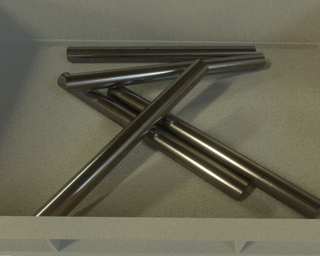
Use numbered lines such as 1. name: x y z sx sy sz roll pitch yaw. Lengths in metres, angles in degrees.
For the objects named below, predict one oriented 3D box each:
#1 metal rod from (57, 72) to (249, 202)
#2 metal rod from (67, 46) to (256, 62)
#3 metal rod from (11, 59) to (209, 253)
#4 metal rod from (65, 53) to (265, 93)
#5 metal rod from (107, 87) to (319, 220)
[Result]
1. metal rod: -0.025 0.000 0.404 0.300 0.025 0.025 31 57 23
2. metal rod: 0.003 -0.121 0.506 0.302 0.025 0.025 -1 50 -1
3. metal rod: -0.041 0.016 0.363 0.025 0.025 0.301 34 65 24
4. metal rod: 0.019 -0.083 0.454 0.302 0.025 0.025 -10 51 -17
5. metal rod: 0.050 0.017 0.391 0.300 0.025 0.025 31 57 23
